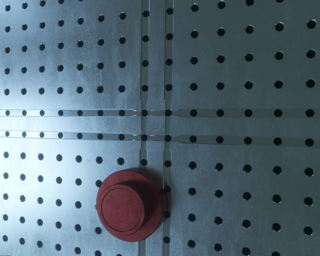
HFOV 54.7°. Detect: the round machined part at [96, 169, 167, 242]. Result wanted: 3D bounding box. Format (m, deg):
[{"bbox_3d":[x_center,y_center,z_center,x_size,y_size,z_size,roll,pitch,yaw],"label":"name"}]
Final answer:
[{"bbox_3d":[-0.044,0.106,0.418,0.098,0.042,0.097,0,90,19],"label":"round machined part"}]
